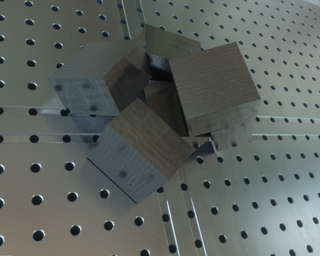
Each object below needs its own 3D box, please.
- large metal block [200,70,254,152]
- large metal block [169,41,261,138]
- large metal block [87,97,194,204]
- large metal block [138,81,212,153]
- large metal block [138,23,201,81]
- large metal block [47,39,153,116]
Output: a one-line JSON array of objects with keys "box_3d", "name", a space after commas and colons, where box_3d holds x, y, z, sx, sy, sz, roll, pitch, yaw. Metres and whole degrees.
[{"box_3d": [0.088, -0.023, 0.423, 0.050, 0.080, 0.080, -17, 65, 6], "name": "large metal block"}, {"box_3d": [0.061, -0.044, 0.362, 0.080, 0.050, 0.080, -15, 64, 2], "name": "large metal block"}, {"box_3d": [-0.024, 0.027, 0.341, 0.080, 0.080, 0.050, 43, 50, 1], "name": "large metal block"}, {"box_3d": [0.011, -0.013, 0.405, 0.081, 0.050, 0.080, 1, 61, -28], "name": "large metal block"}, {"box_3d": [0.002, -0.085, 0.426, 0.081, 0.080, 0.050, 12, 57, -21], "name": "large metal block"}, {"box_3d": [-0.067, -0.060, 0.365, 0.080, 0.080, 0.050, -58, 140, -39], "name": "large metal block"}]
